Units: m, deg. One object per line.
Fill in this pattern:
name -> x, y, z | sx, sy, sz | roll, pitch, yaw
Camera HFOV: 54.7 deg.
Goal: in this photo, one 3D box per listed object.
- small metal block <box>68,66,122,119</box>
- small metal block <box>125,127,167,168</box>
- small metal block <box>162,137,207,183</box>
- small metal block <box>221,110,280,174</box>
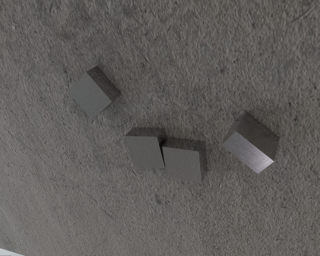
small metal block -> -0.089, -0.048, 0.424 | 0.050, 0.025, 0.050 | -35, 99, 38
small metal block -> -0.015, 0.027, 0.432 | 0.050, 0.025, 0.050 | 1, 119, 28
small metal block -> 0.034, 0.042, 0.415 | 0.050, 0.025, 0.050 | 6, 121, 25
small metal block -> 0.102, 0.014, 0.346 | 0.050, 0.050, 0.025 | 39, 129, 2
